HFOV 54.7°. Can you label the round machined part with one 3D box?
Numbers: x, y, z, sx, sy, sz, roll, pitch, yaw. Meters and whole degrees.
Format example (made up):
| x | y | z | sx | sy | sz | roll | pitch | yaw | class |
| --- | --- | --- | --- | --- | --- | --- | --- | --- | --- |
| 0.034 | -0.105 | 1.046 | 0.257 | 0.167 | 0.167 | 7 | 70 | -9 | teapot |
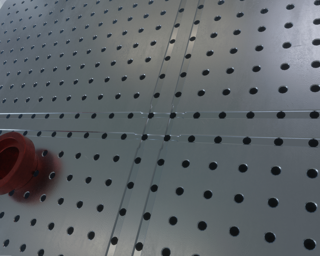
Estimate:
| x | y | z | sx | sy | sz | roll | pitch | yaw | class |
| --- | --- | --- | --- | --- | --- | --- | --- | --- | --- |
| -0.234 | 0.058 | 0.485 | 0.098 | 0.042 | 0.098 | -13 | 56 | 21 | round machined part |
